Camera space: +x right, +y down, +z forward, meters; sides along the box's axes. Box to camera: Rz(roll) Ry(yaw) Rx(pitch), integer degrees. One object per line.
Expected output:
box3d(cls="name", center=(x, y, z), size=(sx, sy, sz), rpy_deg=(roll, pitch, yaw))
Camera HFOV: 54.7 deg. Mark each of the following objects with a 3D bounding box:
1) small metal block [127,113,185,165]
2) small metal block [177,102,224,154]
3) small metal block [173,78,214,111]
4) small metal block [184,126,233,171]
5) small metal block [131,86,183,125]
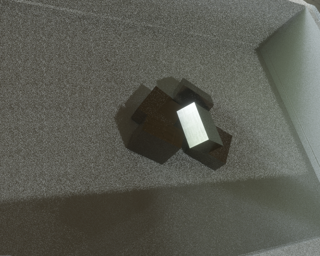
box3d(cls="small metal block", center=(-0.006, 0.015, 0.376), size=(0.050, 0.050, 0.025), rpy_deg=(26, 53, -13))
box3d(cls="small metal block", center=(0.051, 0.001, 0.385), size=(0.050, 0.025, 0.050), rpy_deg=(22, 45, -57))
box3d(cls="small metal block", center=(0.047, -0.043, 0.443), size=(0.050, 0.025, 0.050), rpy_deg=(32, 19, -8))
box3d(cls="small metal block", center=(0.068, 0.022, 0.428), size=(0.050, 0.025, 0.050), rpy_deg=(31, 52, -9))
box3d(cls="small metal block", center=(-0.002, -0.020, 0.415), size=(0.050, 0.025, 0.050), rpy_deg=(37, 51, -4))
